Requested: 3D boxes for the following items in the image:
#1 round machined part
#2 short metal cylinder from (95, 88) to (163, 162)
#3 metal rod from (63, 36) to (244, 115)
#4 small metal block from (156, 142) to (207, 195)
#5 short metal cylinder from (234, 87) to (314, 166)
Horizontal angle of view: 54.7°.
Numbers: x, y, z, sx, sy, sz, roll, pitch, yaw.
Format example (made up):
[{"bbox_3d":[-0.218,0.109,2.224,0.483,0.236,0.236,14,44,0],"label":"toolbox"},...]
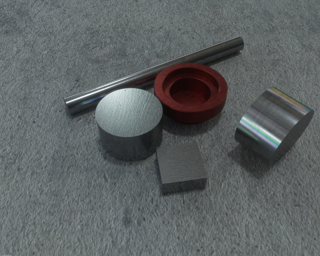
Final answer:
[{"bbox_3d":[0.041,-0.043,0.429,0.099,0.042,0.098,0,50,0],"label":"round machined part"},{"bbox_3d":[-0.037,-0.005,0.390,0.081,0.050,0.080,0,50,0],"label":"short metal cylinder"},{"bbox_3d":[0.003,-0.086,0.475,0.302,0.025,0.025,-24,54,-19],"label":"metal rod"},{"bbox_3d":[0.024,0.047,0.364,0.050,0.025,0.050,-7,50,-6],"label":"small metal block"},{"bbox_3d":[0.135,-0.002,0.370,0.080,0.080,0.050,-35,58,-25],"label":"short metal cylinder"}]
